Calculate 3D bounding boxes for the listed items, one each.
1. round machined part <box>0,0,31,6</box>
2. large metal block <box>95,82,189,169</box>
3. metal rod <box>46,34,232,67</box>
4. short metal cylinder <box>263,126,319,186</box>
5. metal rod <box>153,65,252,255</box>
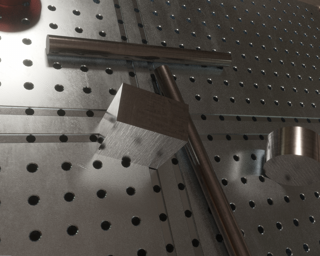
[{"bbox_3d":[-0.205,-0.203,0.411,0.099,0.042,0.098,14,56,-21],"label":"round machined part"},{"bbox_3d":[-0.022,0.002,0.362,0.081,0.080,0.050,17,55,-19],"label":"large metal block"},{"bbox_3d":[-0.013,-0.113,0.471,0.303,0.025,0.025,-3,63,-30],"label":"metal rod"},{"bbox_3d":[0.196,0.043,0.455,0.080,0.080,0.050,28,52,-11],"label":"short metal cylinder"},{"bbox_3d":[0.054,0.044,0.411,0.025,0.025,0.299,-8,66,-32],"label":"metal rod"}]
